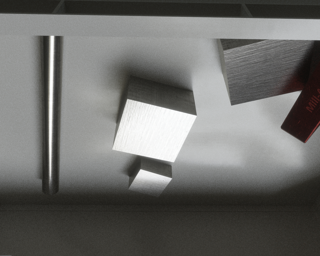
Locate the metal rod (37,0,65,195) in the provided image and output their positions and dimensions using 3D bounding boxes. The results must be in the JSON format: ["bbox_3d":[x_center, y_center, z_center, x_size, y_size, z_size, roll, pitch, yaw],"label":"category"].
[{"bbox_3d":[-0.139,-0.015,0.394,0.025,0.025,0.298,10,130,-9],"label":"metal rod"}]

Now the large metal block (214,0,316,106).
[{"bbox_3d":[0.105,-0.075,0.319,0.080,0.050,0.080,-12,142,10],"label":"large metal block"}]

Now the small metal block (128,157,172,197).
[{"bbox_3d":[-0.015,0.076,0.474,0.050,0.025,0.050,19,128,-16],"label":"small metal block"}]

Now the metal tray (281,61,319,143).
[{"bbox_3d":[0.181,-0.054,0.316,0.030,0.091,0.129,37,141,24],"label":"metal tray"}]

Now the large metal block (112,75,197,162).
[{"bbox_3d":[-0.009,-0.010,0.384,0.081,0.050,0.079,13,129,-12],"label":"large metal block"}]
